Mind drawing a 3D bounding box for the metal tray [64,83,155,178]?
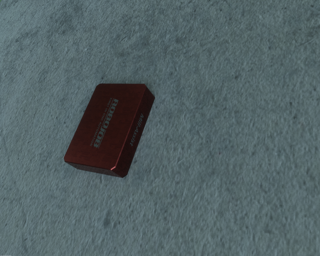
[{"bbox_3d":[-0.070,-0.001,0.436,0.090,0.030,0.130,5,64,30],"label":"metal tray"}]
